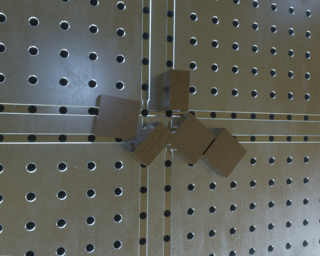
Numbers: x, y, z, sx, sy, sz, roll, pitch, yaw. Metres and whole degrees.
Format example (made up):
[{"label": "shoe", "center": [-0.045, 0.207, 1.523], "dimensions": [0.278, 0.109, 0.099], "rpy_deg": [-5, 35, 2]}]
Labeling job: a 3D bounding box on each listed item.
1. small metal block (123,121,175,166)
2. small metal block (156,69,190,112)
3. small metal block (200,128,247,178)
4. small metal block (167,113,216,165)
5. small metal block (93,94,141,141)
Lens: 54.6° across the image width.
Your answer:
[{"label": "small metal block", "center": [-0.015, 0.019, 0.394], "dimensions": [0.025, 0.050, 0.050], "rpy_deg": [45, 76, -15]}, {"label": "small metal block", "center": [0.016, -0.047, 0.405], "dimensions": [0.025, 0.050, 0.050], "rpy_deg": [3, 89, -20]}, {"label": "small metal block", "center": [0.088, 0.035, 0.445], "dimensions": [0.050, 0.025, 0.050], "rpy_deg": [44, 76, -15]}, {"label": "small metal block", "center": [0.039, 0.014, 0.427], "dimensions": [0.050, 0.025, 0.050], "rpy_deg": [42, 77, -15]}, {"label": "small metal block", "center": [-0.055, -0.013, 0.392], "dimensions": [0.050, 0.025, 0.050], "rpy_deg": [9, 87, -20]}]
